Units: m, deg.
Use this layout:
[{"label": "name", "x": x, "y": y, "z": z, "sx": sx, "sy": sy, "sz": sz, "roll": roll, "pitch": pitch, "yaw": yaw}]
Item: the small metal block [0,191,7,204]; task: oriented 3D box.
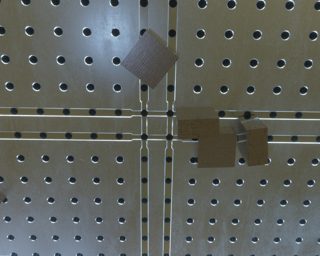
[{"label": "small metal block", "x": -0.265, "y": 0.103, "z": 0.449, "sx": 0.050, "sy": 0.025, "sz": 0.050, "roll": -37, "pitch": 106, "yaw": 12}]

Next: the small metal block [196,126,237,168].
[{"label": "small metal block", "x": 0.076, "y": 0.026, "z": 0.423, "sx": 0.050, "sy": 0.025, "sz": 0.050, "roll": -1, "pitch": 110, "yaw": 0}]

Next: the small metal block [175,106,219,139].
[{"label": "small metal block", "x": 0.046, "y": -0.008, "z": 0.398, "sx": 0.050, "sy": 0.050, "sz": 0.025, "roll": -3, "pitch": 110, "yaw": 1}]

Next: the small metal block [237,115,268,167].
[{"label": "small metal block", "x": 0.121, "y": 0.016, "z": 0.407, "sx": 0.025, "sy": 0.050, "sz": 0.050, "roll": -7, "pitch": 110, "yaw": 2}]

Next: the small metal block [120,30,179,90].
[{"label": "small metal block", "x": -0.012, "y": -0.084, "z": 0.382, "sx": 0.050, "sy": 0.025, "sz": 0.050, "roll": 37, "pitch": 106, "yaw": -13}]
